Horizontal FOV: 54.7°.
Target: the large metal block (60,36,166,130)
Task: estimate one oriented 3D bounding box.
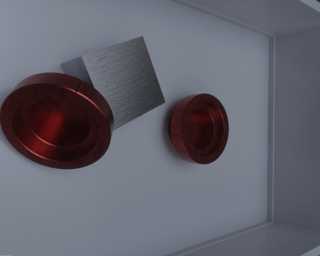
[{"bbox_3d":[-0.050,-0.050,0.349,0.081,0.050,0.080,-31,110,-36],"label":"large metal block"}]

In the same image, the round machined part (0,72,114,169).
[{"bbox_3d":[-0.093,-0.010,0.295,0.098,0.098,0.042,49,24,-29],"label":"round machined part"}]

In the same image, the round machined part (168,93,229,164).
[{"bbox_3d":[0.051,0.001,0.440,0.099,0.042,0.097,0,90,-40],"label":"round machined part"}]
